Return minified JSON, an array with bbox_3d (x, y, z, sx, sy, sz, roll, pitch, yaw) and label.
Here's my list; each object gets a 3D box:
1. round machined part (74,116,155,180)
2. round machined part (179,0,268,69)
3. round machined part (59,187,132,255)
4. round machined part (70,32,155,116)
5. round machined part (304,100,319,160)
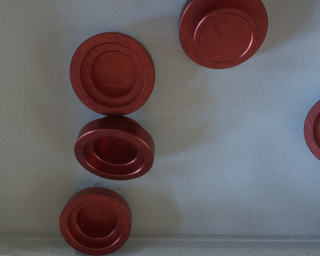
[{"bbox_3d":[-0.055,0.022,0.397,0.099,0.042,0.097,2,135,3],"label":"round machined part"},{"bbox_3d":[0.071,-0.108,0.346,0.099,0.042,0.097,1,131,1],"label":"round machined part"},{"bbox_3d":[-0.089,0.129,0.446,0.099,0.042,0.097,0,105,-1],"label":"round machined part"},{"bbox_3d":[-0.055,-0.067,0.377,0.099,0.042,0.097,0,110,0],"label":"round machined part"},{"bbox_3d":[0.237,0.003,0.388,0.098,0.042,0.097,0,90,33],"label":"round machined part"}]
